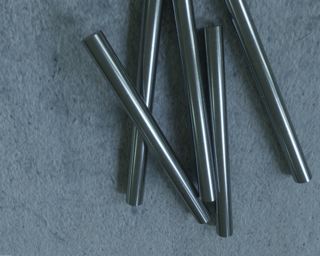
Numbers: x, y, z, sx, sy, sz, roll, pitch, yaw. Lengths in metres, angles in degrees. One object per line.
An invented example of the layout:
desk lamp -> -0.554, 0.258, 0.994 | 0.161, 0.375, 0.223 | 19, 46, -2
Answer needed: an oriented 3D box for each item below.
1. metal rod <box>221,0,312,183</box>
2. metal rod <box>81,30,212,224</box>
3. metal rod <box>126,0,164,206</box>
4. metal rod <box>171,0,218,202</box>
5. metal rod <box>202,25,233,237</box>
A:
metal rod -> 0.135, -0.054, 0.391 | 0.025, 0.025, 0.299 | -26, 109, 9
metal rod -> -0.004, 0.018, 0.393 | 0.025, 0.025, 0.299 | -26, 117, 9
metal rod -> -0.021, -0.033, 0.397 | 0.025, 0.025, 0.298 | 6, 110, -3
metal rod -> 0.043, -0.044, 0.386 | 0.025, 0.025, 0.298 | -9, 107, 3
metal rod -> 0.080, 0.019, 0.417 | 0.025, 0.025, 0.298 | -7, 110, 2
